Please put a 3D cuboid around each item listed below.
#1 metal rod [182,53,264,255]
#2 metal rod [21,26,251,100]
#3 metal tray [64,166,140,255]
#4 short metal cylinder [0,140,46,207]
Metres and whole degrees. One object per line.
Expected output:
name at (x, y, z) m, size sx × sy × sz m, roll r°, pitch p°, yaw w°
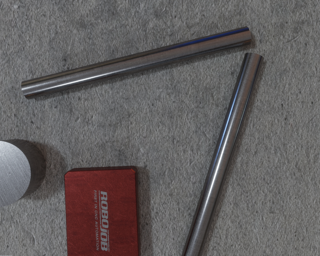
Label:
metal rod at (0.080, 0.047, 0.410) m, size 0.025 × 0.025 × 0.298 m, roll 18°, pitch 90°, yaw 0°
metal rod at (-0.030, -0.086, 0.409) m, size 0.302 × 0.025 × 0.025 m, roll -14°, pitch 90°, yaw 0°
metal tray at (-0.074, 0.117, 0.407) m, size 0.091 × 0.030 × 0.129 m, roll -2°, pitch 90°, yaw 0°
short metal cylinder at (-0.195, 0.055, 0.396) m, size 0.081 × 0.050 × 0.079 m, roll 0°, pitch 90°, yaw 0°
